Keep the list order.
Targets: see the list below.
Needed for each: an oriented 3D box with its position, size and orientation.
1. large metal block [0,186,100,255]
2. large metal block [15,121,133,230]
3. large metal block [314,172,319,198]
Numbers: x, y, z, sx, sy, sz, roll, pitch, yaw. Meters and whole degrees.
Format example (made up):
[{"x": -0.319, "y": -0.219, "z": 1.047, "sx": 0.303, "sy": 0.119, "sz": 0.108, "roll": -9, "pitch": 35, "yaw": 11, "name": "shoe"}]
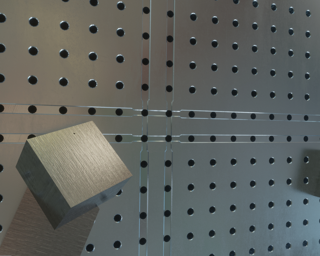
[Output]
[{"x": -0.126, "y": 0.112, "z": 0.353, "sx": 0.080, "sy": 0.050, "sz": 0.080, "roll": 24, "pitch": 82, "yaw": -19, "name": "large metal block"}, {"x": -0.091, "y": 0.047, "z": 0.333, "sx": 0.081, "sy": 0.050, "sz": 0.080, "roll": -21, "pitch": 67, "yaw": -48, "name": "large metal block"}, {"x": 0.314, "y": 0.088, "z": 0.515, "sx": 0.080, "sy": 0.050, "sz": 0.080, "roll": 18, "pitch": 84, "yaw": -19, "name": "large metal block"}]
